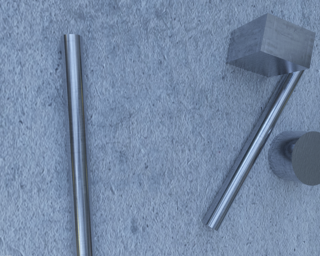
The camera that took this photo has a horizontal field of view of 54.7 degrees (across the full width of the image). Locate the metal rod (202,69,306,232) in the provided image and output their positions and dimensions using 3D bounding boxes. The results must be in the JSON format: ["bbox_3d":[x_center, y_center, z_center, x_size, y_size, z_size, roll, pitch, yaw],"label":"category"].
[{"bbox_3d":[0.148,0.014,0.464,0.025,0.025,0.300,35,78,-17],"label":"metal rod"}]

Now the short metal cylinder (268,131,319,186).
[{"bbox_3d":[0.216,0.044,0.476,0.081,0.050,0.080,0,90,-20],"label":"short metal cylinder"}]

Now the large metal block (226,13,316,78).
[{"bbox_3d":[0.153,-0.112,0.436,0.081,0.080,0.050,13,86,-20],"label":"large metal block"}]

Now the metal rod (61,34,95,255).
[{"bbox_3d":[-0.098,0.040,0.373,0.025,0.025,0.298,-3,91,-20],"label":"metal rod"}]
